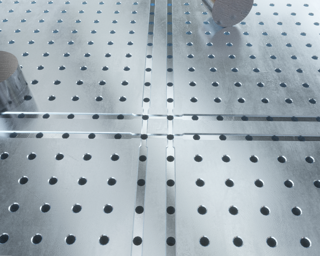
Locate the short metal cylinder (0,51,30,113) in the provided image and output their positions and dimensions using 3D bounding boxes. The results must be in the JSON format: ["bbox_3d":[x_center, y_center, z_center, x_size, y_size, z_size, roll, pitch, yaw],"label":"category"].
[{"bbox_3d":[-0.237,-0.066,0.445,0.081,0.050,0.080,0,50,0],"label":"short metal cylinder"}]

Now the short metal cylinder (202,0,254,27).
[{"bbox_3d":[0.124,-0.235,0.570,0.081,0.080,0.050,-13,51,-11],"label":"short metal cylinder"}]
